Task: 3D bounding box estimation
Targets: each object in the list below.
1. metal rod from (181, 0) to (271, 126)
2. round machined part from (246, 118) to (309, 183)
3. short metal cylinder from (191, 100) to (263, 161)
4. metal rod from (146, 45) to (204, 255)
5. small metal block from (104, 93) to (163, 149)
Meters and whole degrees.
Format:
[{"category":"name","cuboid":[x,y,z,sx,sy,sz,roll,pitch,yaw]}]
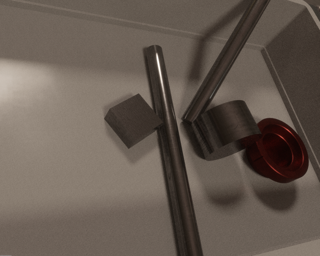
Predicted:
[{"category":"metal rod","cuboid":[0.117,-0.133,0.463,0.025,0.025,0.300,33,80,-8]},{"category":"round machined part","cuboid":[0.170,0.037,0.466,0.099,0.042,0.098,14,56,-21]},{"category":"short metal cylinder","cuboid":[0.089,0.005,0.417,0.081,0.080,0.050,-9,67,-32]},{"category":"metal rod","cuboid":[0.013,0.013,0.406,0.025,0.025,0.299,5,60,-26]},{"category":"small metal block","cuboid":[-0.033,-0.010,0.395,0.050,0.025,0.050,-34,81,-38]}]
